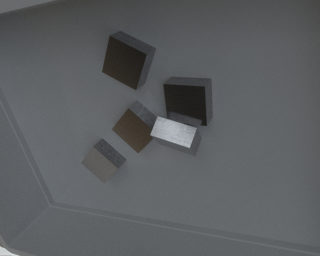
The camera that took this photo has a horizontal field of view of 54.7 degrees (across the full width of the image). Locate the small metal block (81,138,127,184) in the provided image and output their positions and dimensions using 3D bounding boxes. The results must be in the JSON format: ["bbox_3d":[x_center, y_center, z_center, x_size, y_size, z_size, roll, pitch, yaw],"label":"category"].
[{"bbox_3d":[-0.089,0.053,0.488,0.050,0.025,0.050,42,129,-1],"label":"small metal block"}]

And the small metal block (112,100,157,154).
[{"bbox_3d":[-0.030,-0.001,0.424,0.050,0.025,0.050,43,129,-2],"label":"small metal block"}]

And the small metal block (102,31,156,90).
[{"bbox_3d":[-0.038,-0.082,0.378,0.050,0.025,0.050,29,128,9],"label":"small metal block"}]

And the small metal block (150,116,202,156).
[{"bbox_3d":[0.021,0.011,0.386,0.050,0.025,0.050,18,169,18],"label":"small metal block"}]

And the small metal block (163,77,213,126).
[{"bbox_3d":[0.035,-0.033,0.370,0.050,0.025,0.050,7,122,24],"label":"small metal block"}]
